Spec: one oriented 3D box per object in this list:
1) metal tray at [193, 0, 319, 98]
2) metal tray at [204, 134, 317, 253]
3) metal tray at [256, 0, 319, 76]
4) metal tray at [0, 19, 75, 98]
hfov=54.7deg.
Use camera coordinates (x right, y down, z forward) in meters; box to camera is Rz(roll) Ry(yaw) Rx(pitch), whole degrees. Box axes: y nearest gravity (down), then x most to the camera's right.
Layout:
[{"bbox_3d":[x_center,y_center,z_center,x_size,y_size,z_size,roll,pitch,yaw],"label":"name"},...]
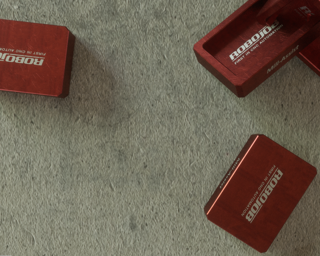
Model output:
[{"bbox_3d":[0.119,-0.110,0.386,0.130,0.030,0.090,-39,58,0],"label":"metal tray"},{"bbox_3d":[0.130,0.084,0.408,0.090,0.030,0.130,33,90,0],"label":"metal tray"},{"bbox_3d":[0.190,-0.115,0.366,0.130,0.090,0.030,37,79,-10],"label":"metal tray"},{"bbox_3d":[-0.185,-0.091,0.406,0.131,0.030,0.089,7,90,0],"label":"metal tray"}]
